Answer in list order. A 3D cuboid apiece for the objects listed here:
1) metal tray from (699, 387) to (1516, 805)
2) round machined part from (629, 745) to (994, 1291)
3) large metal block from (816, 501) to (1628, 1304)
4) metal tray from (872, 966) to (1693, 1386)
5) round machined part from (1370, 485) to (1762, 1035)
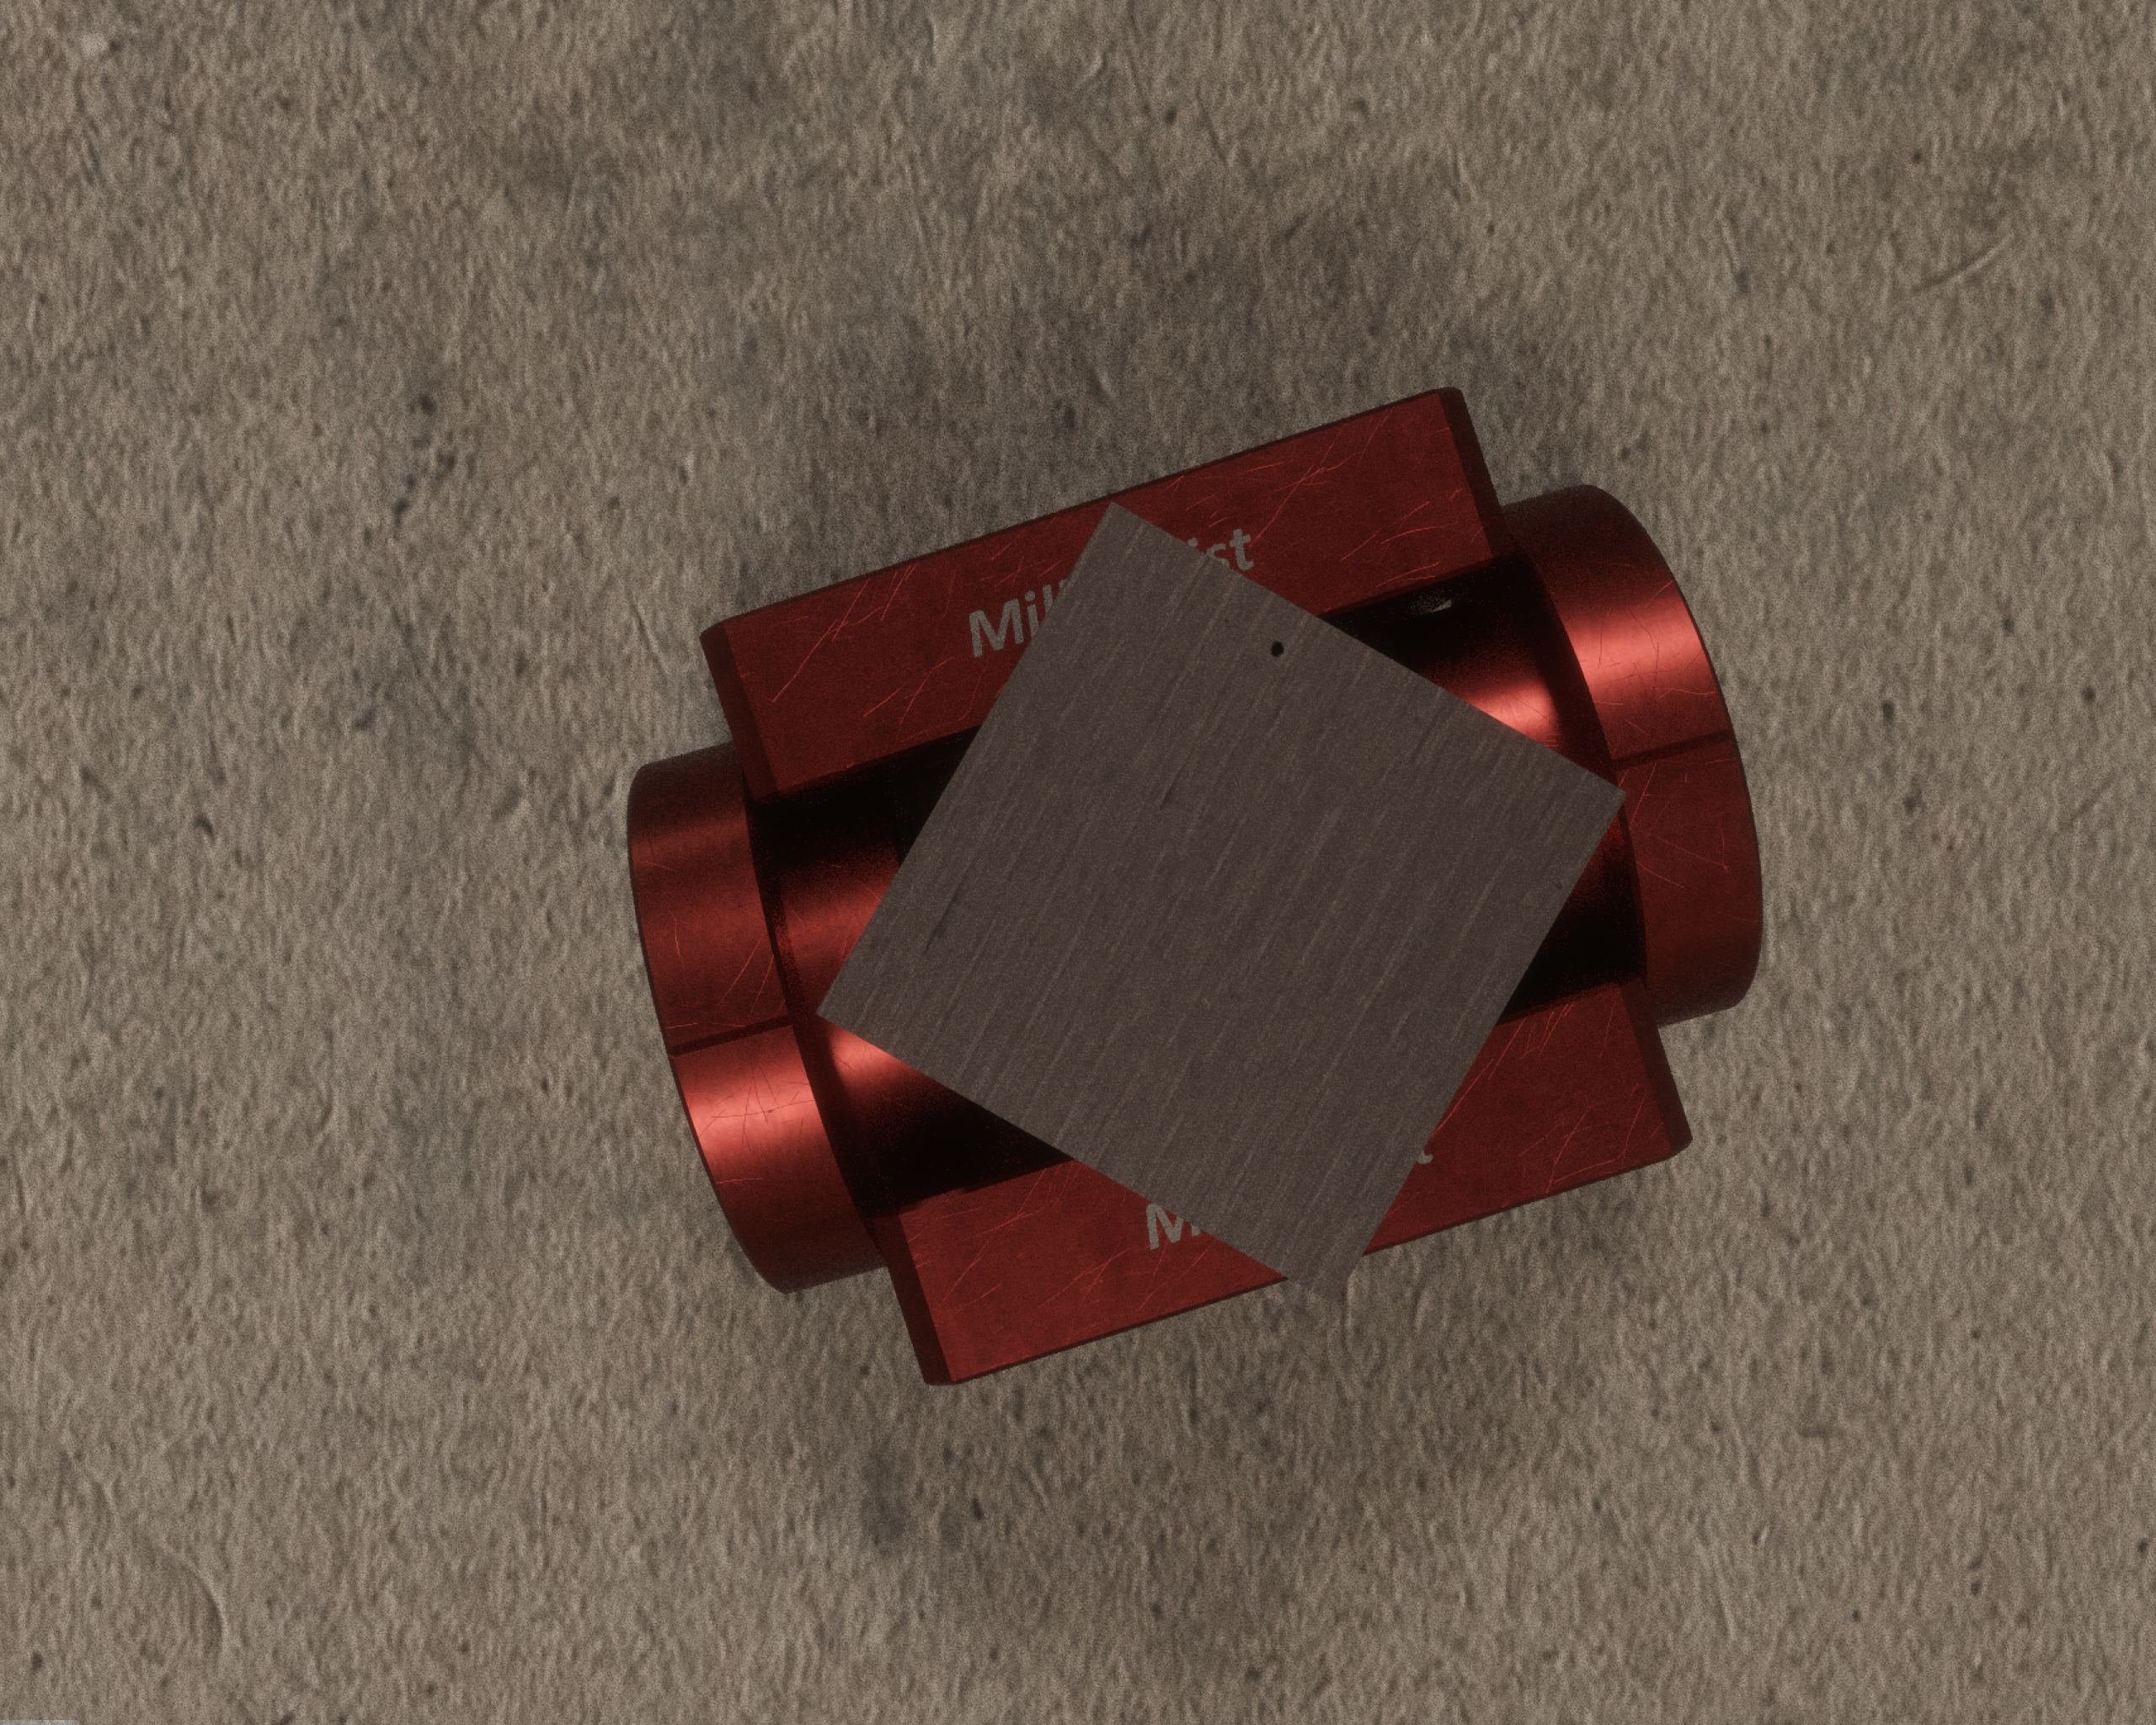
[{"bbox_3d":[0.005,-0.044,0.380,0.131,0.090,0.030,-18,90,-1],"label":"metal tray"},{"bbox_3d":[-0.044,0.024,0.374,0.042,0.098,0.097,-16,90,0],"label":"round machined part"},{"bbox_3d":[0.019,0.005,0.306,0.080,0.050,0.080,30,90,-1],"label":"large metal block"},{"bbox_3d":[0.033,0.051,0.378,0.131,0.090,0.030,-17,90,-1],"label":"metal tray"},{"bbox_3d":[0.082,-0.015,0.375,0.042,0.098,0.097,-16,90,0],"label":"round machined part"}]
